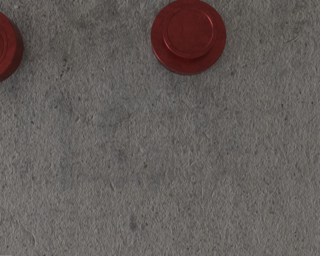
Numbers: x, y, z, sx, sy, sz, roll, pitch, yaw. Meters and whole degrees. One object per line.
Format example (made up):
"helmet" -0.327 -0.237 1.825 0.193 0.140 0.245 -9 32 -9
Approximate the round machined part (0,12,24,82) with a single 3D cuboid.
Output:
"round machined part" -0.225 -0.104 0.400 0.099 0.042 0.097 0 90 0

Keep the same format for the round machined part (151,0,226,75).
"round machined part" 0.037 -0.120 0.401 0.099 0.042 0.097 0 90 0
